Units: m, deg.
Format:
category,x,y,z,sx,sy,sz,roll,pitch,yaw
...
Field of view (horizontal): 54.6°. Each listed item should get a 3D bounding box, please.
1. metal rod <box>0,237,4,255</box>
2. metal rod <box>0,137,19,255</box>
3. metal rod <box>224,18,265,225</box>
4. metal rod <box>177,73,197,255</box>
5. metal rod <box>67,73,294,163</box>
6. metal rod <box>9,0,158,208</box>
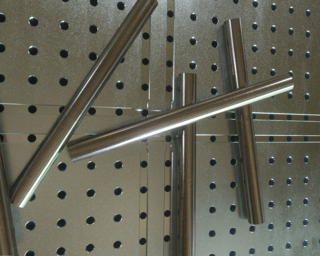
category,x,y,z,sx,sy,sz,roll,pitch,yaw
metal rod,-0.213,0.003,0.334,0.025,0.025,0.298,-12,94,-20
metal rod,-0.187,-0.003,0.331,0.025,0.025,0.299,-9,89,-20
metal rod,0.125,-0.008,0.458,0.025,0.025,0.298,-9,93,-20
metal rod,0.037,0.076,0.425,0.025,0.025,0.298,0,90,-20
metal rod,0.033,-0.016,0.398,0.302,0.025,0.025,-18,97,-10
metal rod,-0.089,-0.042,0.379,0.025,0.025,0.300,34,79,-17
